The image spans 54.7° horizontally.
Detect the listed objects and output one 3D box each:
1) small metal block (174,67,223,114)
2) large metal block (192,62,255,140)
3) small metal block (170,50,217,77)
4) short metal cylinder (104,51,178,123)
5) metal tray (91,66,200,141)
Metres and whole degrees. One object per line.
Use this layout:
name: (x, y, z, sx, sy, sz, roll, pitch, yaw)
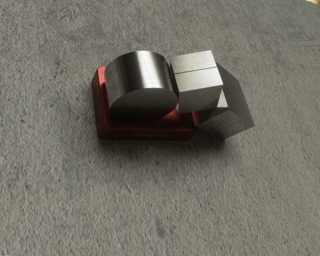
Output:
small metal block: (0.044, -0.044, 0.372, 0.050, 0.050, 0.025, -11, 63, -4)
large metal block: (0.083, -0.038, 0.438, 0.080, 0.050, 0.080, 22, 49, -48)
small metal block: (0.039, -0.066, 0.383, 0.050, 0.050, 0.025, -11, 63, -4)
short metal cylinder: (-0.023, -0.046, 0.369, 0.081, 0.080, 0.050, 1, 62, -28)
metal tray: (-0.019, -0.030, 0.410, 0.131, 0.030, 0.090, 2, 61, -27)
